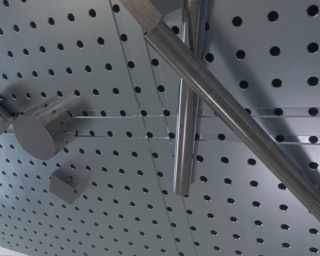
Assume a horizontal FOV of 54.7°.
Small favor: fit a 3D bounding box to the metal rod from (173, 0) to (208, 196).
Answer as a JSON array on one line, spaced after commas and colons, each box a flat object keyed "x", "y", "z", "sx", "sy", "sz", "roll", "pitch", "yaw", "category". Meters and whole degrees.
[{"x": 0.034, "y": -0.036, "z": 0.370, "sx": 0.025, "sy": 0.025, "sz": 0.298, "roll": 14, "pitch": 125, "yaw": 20, "category": "metal rod"}]

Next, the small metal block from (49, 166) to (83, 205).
[{"x": -0.173, "y": 0.105, "z": 0.568, "sx": 0.050, "sy": 0.025, "sz": 0.050, "roll": 29, "pitch": 128, "yaw": 9, "category": "small metal block"}]

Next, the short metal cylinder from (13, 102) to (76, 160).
[{"x": -0.183, "y": 0.005, "z": 0.494, "sx": 0.080, "sy": 0.050, "sz": 0.079, "roll": 13, "pitch": 124, "yaw": 21, "category": "short metal cylinder"}]

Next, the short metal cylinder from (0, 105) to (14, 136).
[{"x": -0.302, "y": -0.009, "z": 0.530, "sx": 0.050, "sy": 0.080, "sz": 0.080, "roll": 47, "pitch": 129, "yaw": -5, "category": "short metal cylinder"}]

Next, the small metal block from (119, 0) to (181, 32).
[{"x": -0.011, "y": -0.132, "z": 0.320, "sx": 0.050, "sy": 0.050, "sz": 0.025, "roll": 49, "pitch": 129, "yaw": -6, "category": "small metal block"}]

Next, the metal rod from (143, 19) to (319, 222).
[{"x": 0.098, "y": 0.006, "z": 0.332, "sx": 0.300, "sy": 0.025, "sz": 0.025, "roll": 44, "pitch": 130, "yaw": -15, "category": "metal rod"}]
